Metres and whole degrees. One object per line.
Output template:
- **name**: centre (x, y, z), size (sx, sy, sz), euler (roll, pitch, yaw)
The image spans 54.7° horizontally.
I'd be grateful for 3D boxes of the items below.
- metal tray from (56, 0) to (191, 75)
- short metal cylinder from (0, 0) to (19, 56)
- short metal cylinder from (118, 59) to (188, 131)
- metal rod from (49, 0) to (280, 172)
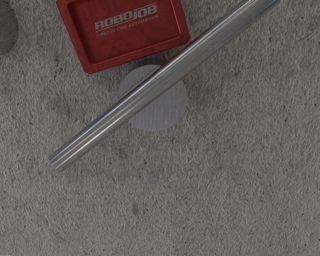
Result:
- **metal tray**: centre (-0.040, -0.125, 0.360), size (0.131, 0.030, 0.090), euler (-17, 110, 5)
- **short metal cylinder**: centre (-0.212, -0.117, 0.351), size (0.081, 0.050, 0.079), euler (0, 110, 0)
- **short metal cylinder**: centre (-0.008, -0.042, 0.381), size (0.081, 0.050, 0.079), euler (0, 110, 0)
- **metal rod**: centre (-0.006, -0.046, 0.339), size (0.300, 0.025, 0.025), euler (-37, 106, 12)
